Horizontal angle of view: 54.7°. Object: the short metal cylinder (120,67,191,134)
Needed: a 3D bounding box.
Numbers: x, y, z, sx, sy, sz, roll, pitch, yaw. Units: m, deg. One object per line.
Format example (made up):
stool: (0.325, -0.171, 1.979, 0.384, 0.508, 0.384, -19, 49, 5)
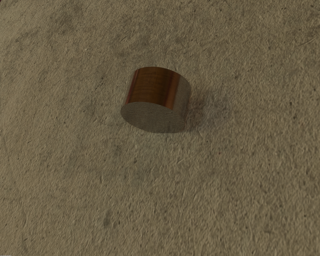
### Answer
short metal cylinder: (-0.004, -0.033, 0.392, 0.080, 0.080, 0.050, -1, 62, 27)
